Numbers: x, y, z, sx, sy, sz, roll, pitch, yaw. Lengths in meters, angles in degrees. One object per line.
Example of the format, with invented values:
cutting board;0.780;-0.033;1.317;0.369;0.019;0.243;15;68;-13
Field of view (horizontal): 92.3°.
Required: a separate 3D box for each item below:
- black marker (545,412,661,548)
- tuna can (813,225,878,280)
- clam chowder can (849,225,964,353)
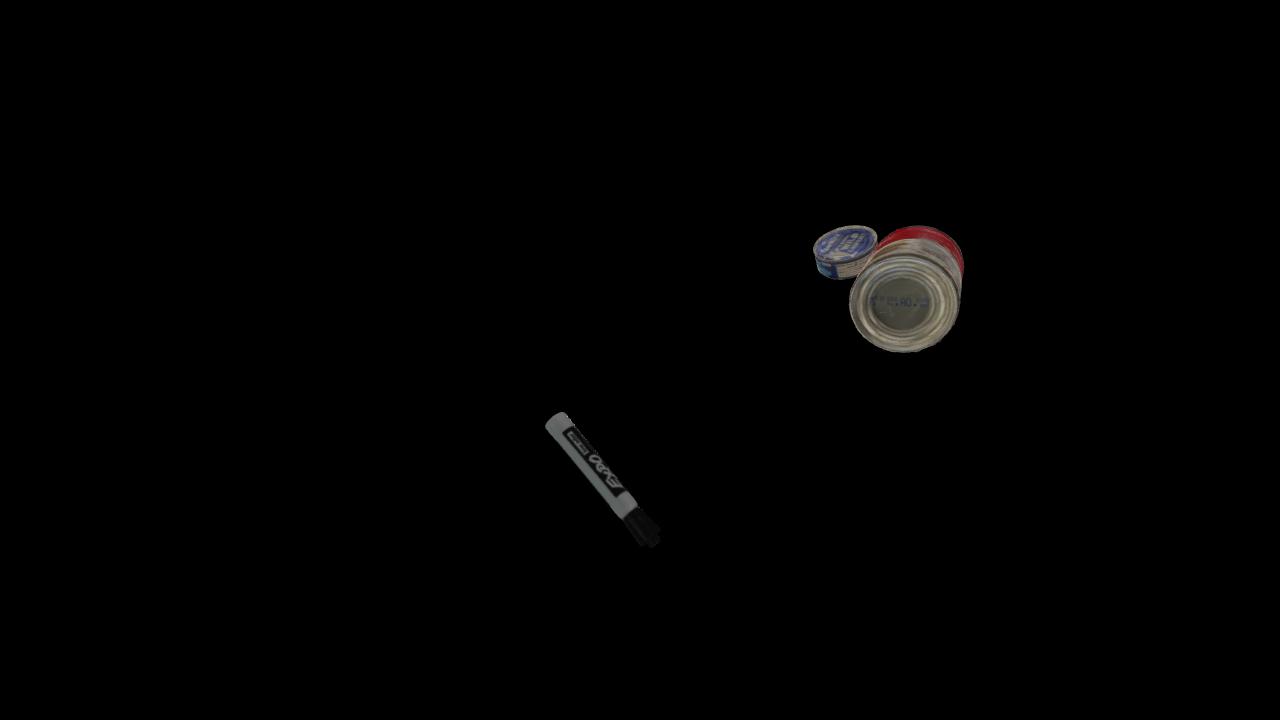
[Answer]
black marker;-0.027;0.088;0.451;0.121;0.020;0.020;48;20;20
tuna can;0.281;-0.147;0.839;0.084;0.034;0.084;-16;37;13
clam chowder can;0.189;-0.052;0.431;0.068;0.068;0.102;0;21;28
